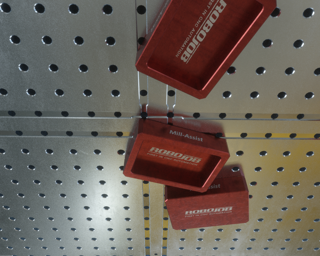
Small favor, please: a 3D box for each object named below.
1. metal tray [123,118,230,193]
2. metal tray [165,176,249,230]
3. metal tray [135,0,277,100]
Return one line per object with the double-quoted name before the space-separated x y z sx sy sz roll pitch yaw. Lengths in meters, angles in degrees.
"metal tray" 0.021 0.043 0.444 0.131 0.030 0.089 14 129 -12
"metal tray" 0.079 0.127 0.517 0.131 0.030 0.090 -8 130 6
"metal tray" 0.042 -0.100 0.323 0.090 0.030 0.129 22 127 -18
